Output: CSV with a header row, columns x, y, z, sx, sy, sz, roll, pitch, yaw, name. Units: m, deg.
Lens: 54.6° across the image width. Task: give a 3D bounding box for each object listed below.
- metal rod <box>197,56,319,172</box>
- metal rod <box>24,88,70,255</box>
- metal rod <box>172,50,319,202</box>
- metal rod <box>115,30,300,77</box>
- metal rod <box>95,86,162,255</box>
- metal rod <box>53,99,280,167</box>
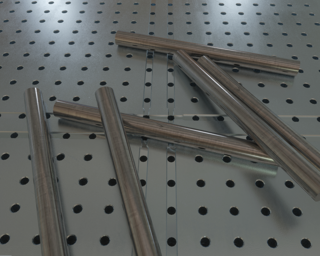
x,y,z,sx,sy,sz,roll,pitch,yaw,name
0.148,-0.008,0.415,0.025,0.025,0.300,-26,55,-20,metal rod
-0.132,0.059,0.357,0.025,0.025,0.300,-15,52,-13,metal rod
0.097,-0.026,0.406,0.025,0.025,0.300,-21,46,-17,metal rod
0.071,-0.125,0.513,0.301,0.025,0.025,12,51,10,metal rod
-0.029,0.072,0.328,0.025,0.025,0.299,-13,57,-11,metal rod
0.004,0.004,0.404,0.301,0.025,0.025,12,51,10,metal rod
